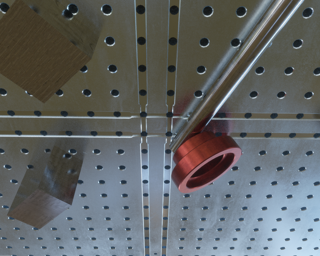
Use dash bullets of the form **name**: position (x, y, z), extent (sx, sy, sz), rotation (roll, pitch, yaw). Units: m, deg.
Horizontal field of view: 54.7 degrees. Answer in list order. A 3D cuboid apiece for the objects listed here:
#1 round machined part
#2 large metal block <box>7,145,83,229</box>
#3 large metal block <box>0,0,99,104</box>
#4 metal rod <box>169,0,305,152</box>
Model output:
- **round machined part**: position (0.057, 0.042, 0.418), extent (0.099, 0.042, 0.098), rotation (-25, 150, -15)
- **large metal block**: position (-0.163, 0.085, 0.446), extent (0.050, 0.080, 0.080), rotation (37, 121, -27)
- **large metal block**: position (-0.124, -0.086, 0.321), extent (0.080, 0.050, 0.080), rotation (-35, 122, 26)
- **metal rod**: position (0.091, -0.072, 0.350), extent (0.025, 0.025, 0.298), rotation (21, 127, -17)
